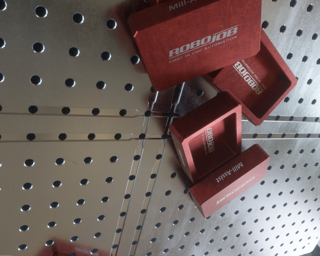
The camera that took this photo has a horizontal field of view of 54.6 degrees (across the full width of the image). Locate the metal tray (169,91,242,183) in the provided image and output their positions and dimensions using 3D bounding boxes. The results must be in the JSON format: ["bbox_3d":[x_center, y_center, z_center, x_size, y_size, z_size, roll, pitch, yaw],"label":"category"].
[{"bbox_3d":[0.068,0.018,0.432,0.090,0.030,0.130,-32,145,-8],"label":"metal tray"}]

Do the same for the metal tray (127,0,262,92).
[{"bbox_3d":[0.041,-0.099,0.334,0.130,0.030,0.090,-21,144,1],"label":"metal tray"}]

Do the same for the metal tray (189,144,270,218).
[{"bbox_3d":[0.114,0.088,0.505,0.130,0.030,0.090,-33,149,-7],"label":"metal tray"}]

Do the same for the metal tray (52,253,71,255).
[{"bbox_3d":[-0.136,0.251,0.488,0.090,0.030,0.130,-49,129,6],"label":"metal tray"}]

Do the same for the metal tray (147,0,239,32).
[{"bbox_3d":[0.055,-0.172,0.330,0.091,0.030,0.129,20,108,-36],"label":"metal tray"}]

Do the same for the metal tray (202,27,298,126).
[{"bbox_3d":[0.128,-0.070,0.433,0.130,0.030,0.090,35,99,-39],"label":"metal tray"}]
